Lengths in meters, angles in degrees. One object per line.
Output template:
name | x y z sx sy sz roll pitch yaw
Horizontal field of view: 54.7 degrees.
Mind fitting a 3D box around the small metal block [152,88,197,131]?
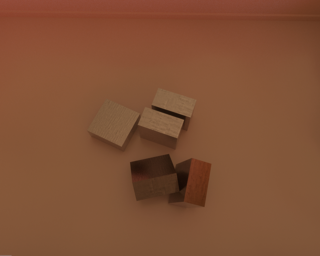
small metal block | 0.018 -0.023 0.405 0.050 0.050 0.025 18 71 6

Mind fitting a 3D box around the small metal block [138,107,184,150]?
small metal block | 0.001 0.002 0.396 0.050 0.050 0.025 19 71 7

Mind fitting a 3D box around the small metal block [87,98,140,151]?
small metal block | -0.059 -0.004 0.410 0.050 0.025 0.050 25 72 8

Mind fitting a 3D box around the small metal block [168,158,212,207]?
small metal block | 0.035 0.067 0.369 0.025 0.050 0.050 18 70 -14

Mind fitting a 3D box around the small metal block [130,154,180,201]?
small metal block | -0.008 0.058 0.373 0.050 0.050 0.025 -12 112 -4
